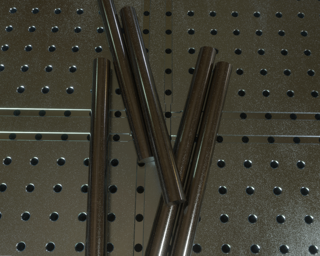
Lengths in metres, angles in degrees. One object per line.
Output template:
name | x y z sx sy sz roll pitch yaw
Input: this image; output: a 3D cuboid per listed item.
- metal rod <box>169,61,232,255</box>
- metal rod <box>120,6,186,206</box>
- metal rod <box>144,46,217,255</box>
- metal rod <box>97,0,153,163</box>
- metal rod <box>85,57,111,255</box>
metal rod | 0.052 0.047 0.395 0.025 0.025 0.299 15 70 5
metal rod | -0.016 -0.047 0.413 0.025 0.025 0.299 -12 65 -5
metal rod | 0.031 0.024 0.403 0.025 0.025 0.299 15 70 5
metal rod | -0.055 -0.095 0.445 0.025 0.025 0.299 -14 71 -6
metal rod | -0.078 0.046 0.393 0.025 0.025 0.299 -2 70 -1
